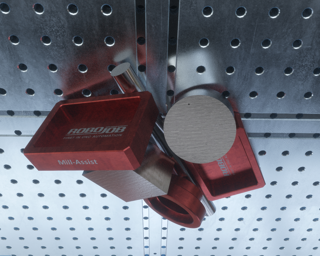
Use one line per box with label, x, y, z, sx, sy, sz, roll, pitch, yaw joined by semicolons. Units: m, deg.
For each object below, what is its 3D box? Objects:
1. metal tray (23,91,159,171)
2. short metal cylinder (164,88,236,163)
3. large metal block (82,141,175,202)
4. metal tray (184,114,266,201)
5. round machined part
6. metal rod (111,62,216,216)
metal tray;-0.075;0.003;0.348;0.130;0.090;0.030;-3;133;22
short metal cylinder;0.048;-0.004;0.368;0.080;0.050;0.079;3;107;10
large metal block;-0.041;0.053;0.411;0.080;0.050;0.080;-22;130;40
metal tray;0.090;0.048;0.445;0.090;0.030;0.130;-20;128;16
round machined part;0.025;0.106;0.467;0.098;0.042;0.098;24;149;16
metal rod;0.019;0.036;0.437;0.025;0.025;0.299;-20;128;16
